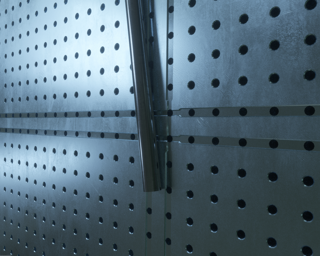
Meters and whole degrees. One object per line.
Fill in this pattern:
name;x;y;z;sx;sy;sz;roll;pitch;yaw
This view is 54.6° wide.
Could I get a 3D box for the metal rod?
metal rod;-0.025;-0.064;0.431;0.025;0.025;0.299;-10;84;40
